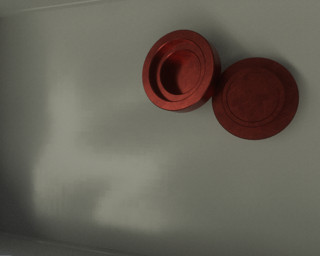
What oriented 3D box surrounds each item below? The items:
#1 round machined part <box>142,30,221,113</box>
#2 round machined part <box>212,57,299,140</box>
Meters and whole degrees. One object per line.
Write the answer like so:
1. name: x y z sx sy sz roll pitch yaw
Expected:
1. round machined part: 0.030 -0.067 0.383 0.098 0.042 0.097 -3 83 32
2. round machined part: 0.109 -0.034 0.363 0.098 0.042 0.097 0 90 20
